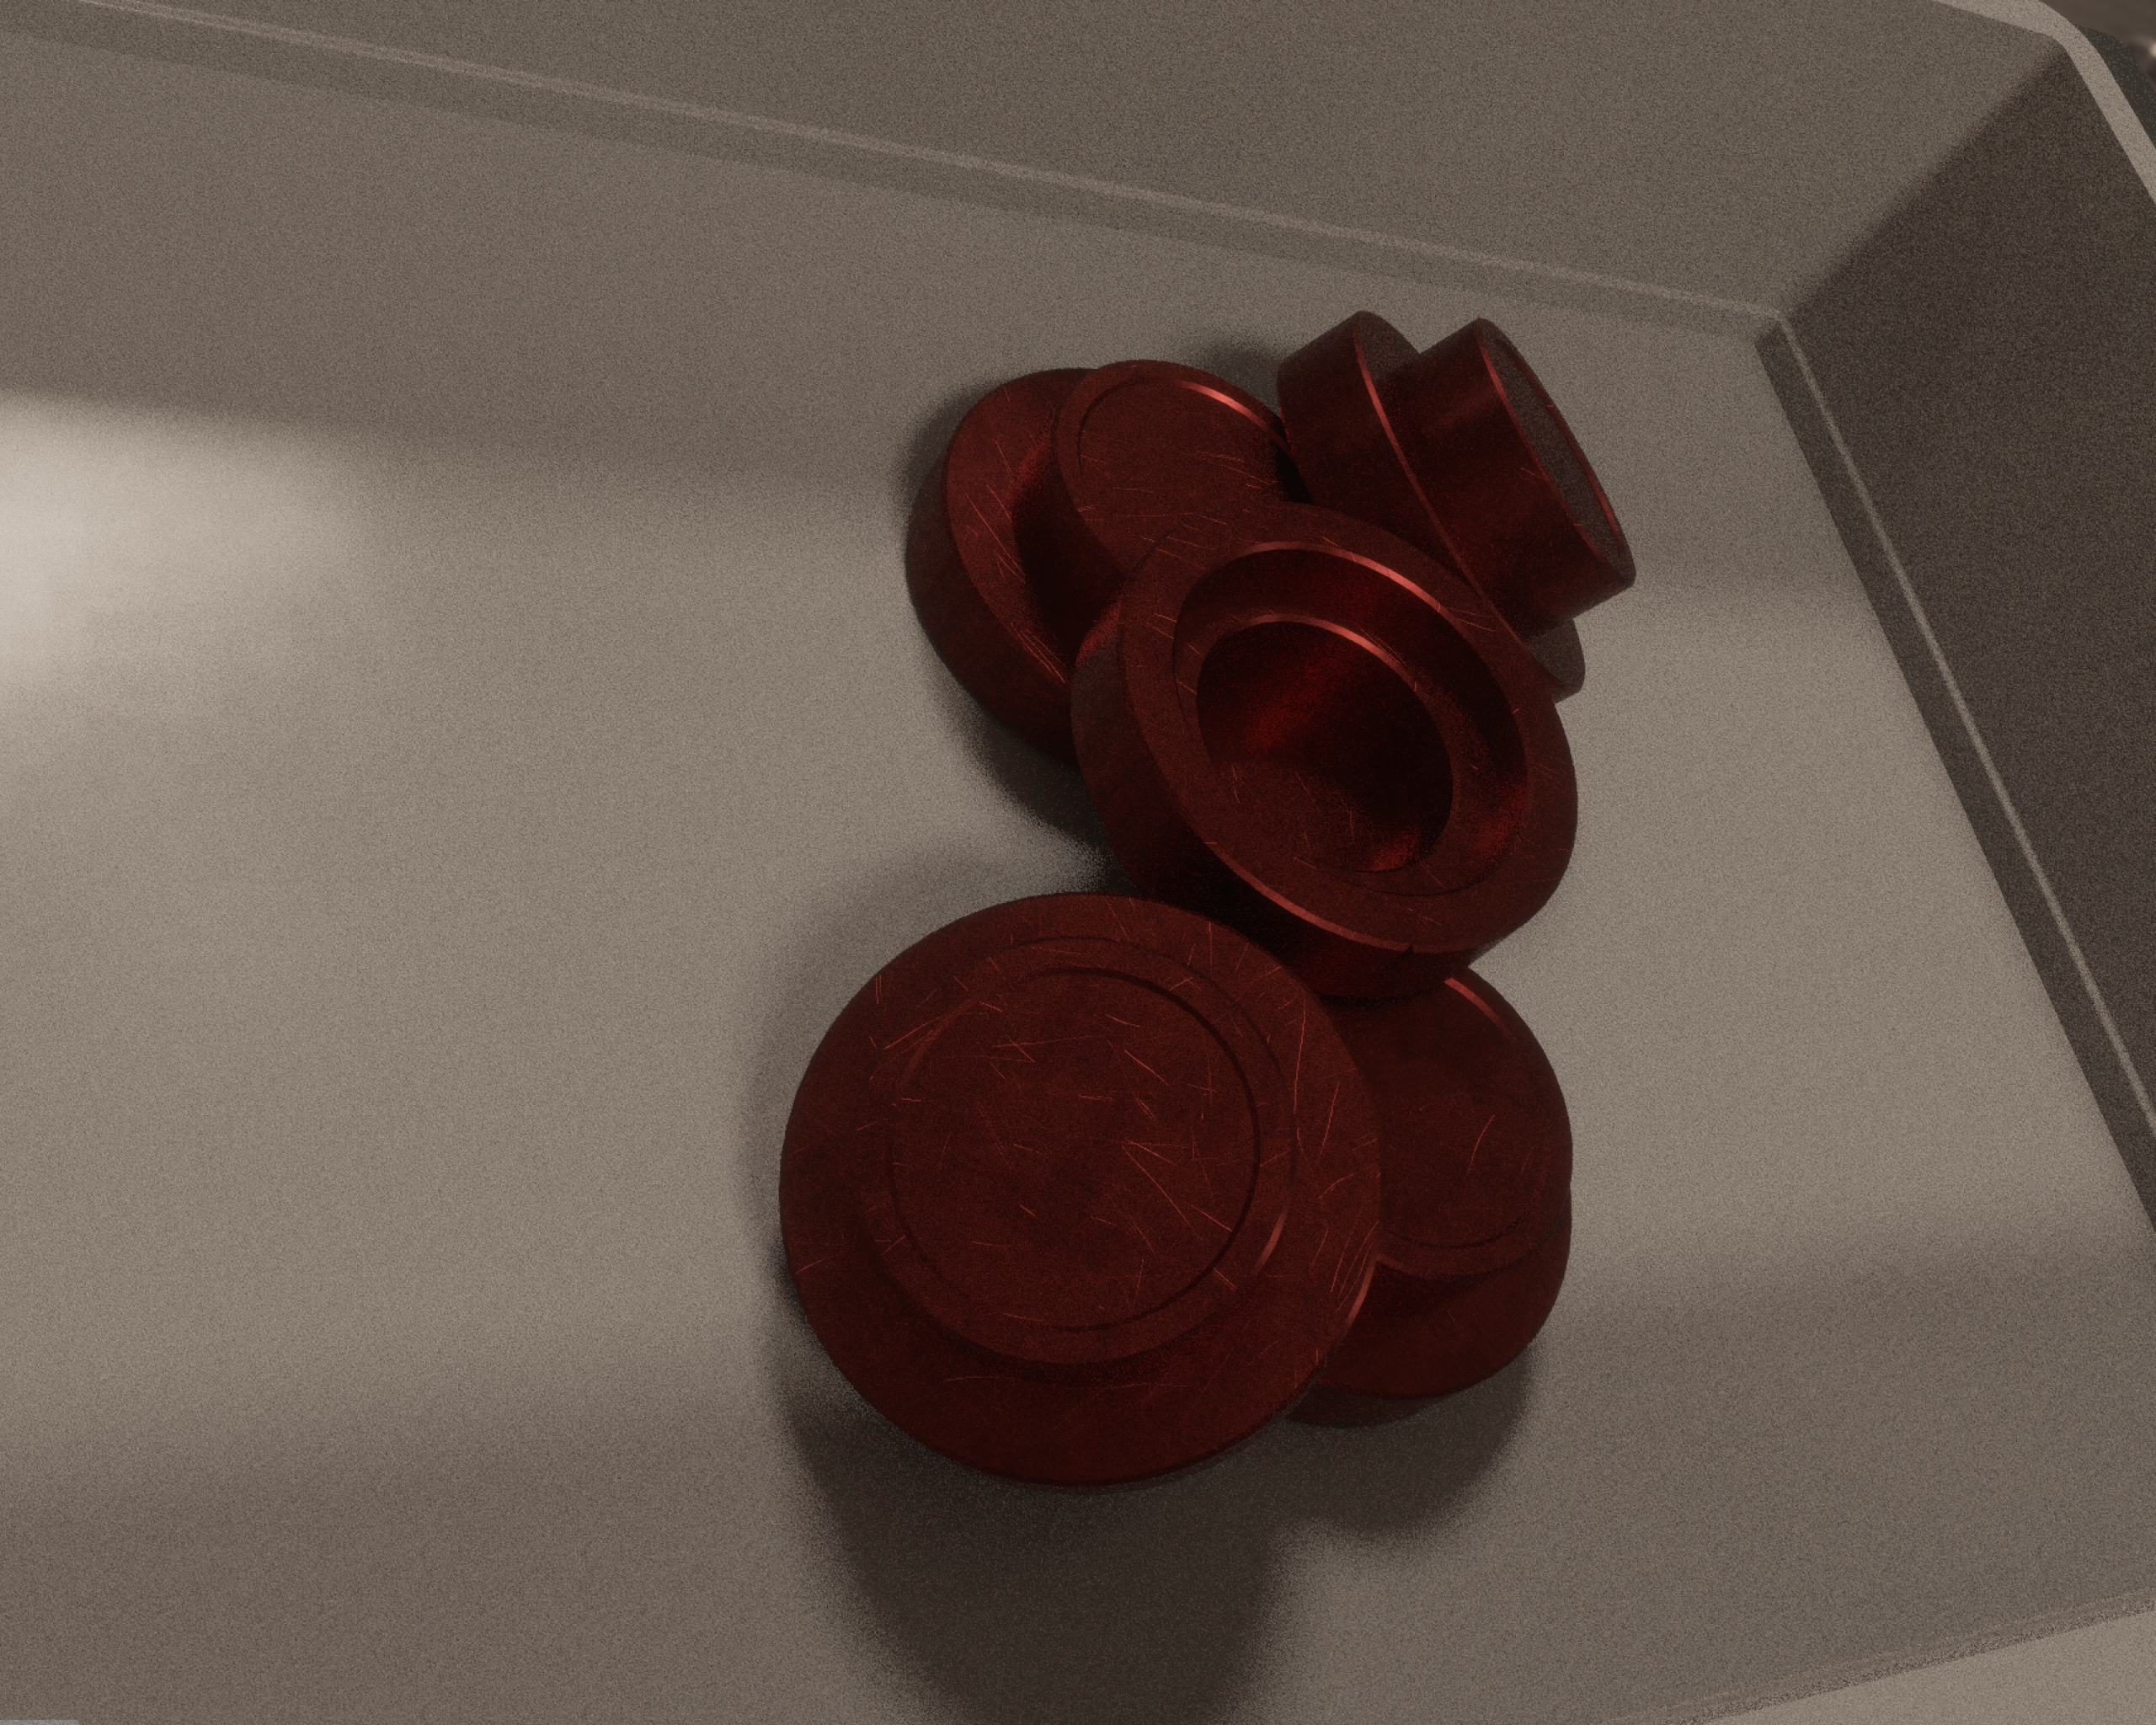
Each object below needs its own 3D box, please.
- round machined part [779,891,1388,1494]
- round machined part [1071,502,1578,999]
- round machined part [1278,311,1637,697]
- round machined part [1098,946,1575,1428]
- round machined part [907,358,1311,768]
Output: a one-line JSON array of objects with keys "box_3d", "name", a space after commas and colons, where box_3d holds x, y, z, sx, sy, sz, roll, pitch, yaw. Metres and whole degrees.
[{"box_3d": [0.000, 0.050, 0.337, 0.099, 0.042, 0.098, -1, 69, 3], "name": "round machined part"}, {"box_3d": [0.043, -0.018, 0.400, 0.099, 0.042, 0.098, 14, 56, -21], "name": "round machined part"}, {"box_3d": [0.089, -0.081, 0.465, 0.098, 0.042, 0.098, 44, 29, -32], "name": "round machined part"}, {"box_3d": [0.053, 0.052, 0.391, 0.099, 0.042, 0.098, 14, 56, -21], "name": "round machined part"}, {"box_3d": [0.017, -0.068, 0.444, 0.099, 0.042, 0.098, 14, 56, -21], "name": "round machined part"}]
